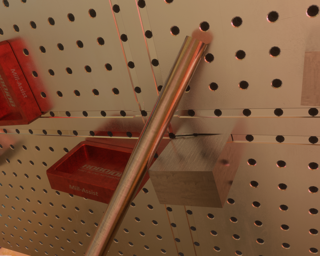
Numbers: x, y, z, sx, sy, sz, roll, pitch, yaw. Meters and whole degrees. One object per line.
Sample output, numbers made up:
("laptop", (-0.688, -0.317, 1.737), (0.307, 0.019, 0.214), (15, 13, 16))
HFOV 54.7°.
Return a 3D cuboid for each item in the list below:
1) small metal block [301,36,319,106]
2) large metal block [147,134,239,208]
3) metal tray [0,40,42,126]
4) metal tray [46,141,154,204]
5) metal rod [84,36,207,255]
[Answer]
("small metal block", (0.147, -0.053, 0.285), (0.025, 0.050, 0.050), (6, 121, 25))
("large metal block", (0.044, 0.050, 0.384), (0.080, 0.080, 0.050), (-4, 116, 30))
("metal tray", (-0.257, -0.068, 0.501), (0.090, 0.030, 0.129), (-2, 118, 29))
("metal tray", (-0.085, 0.062, 0.452), (0.130, 0.090, 0.030), (8, 122, 24))
("metal rod", (-0.023, 0.038, 0.361), (0.025, 0.025, 0.298), (27, 101, 11))
